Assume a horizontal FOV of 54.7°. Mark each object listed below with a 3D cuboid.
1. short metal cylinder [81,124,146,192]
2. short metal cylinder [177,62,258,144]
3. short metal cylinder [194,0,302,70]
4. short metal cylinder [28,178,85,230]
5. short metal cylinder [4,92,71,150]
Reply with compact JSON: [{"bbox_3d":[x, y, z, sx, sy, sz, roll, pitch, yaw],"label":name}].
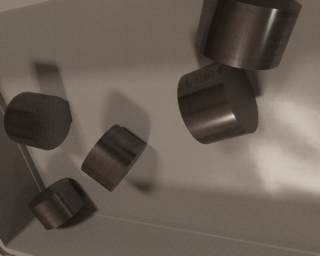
[{"bbox_3d":[-0.063,0.041,0.430,0.050,0.080,0.079,36,129,3],"label":"short metal cylinder"},{"bbox_3d":[0.062,-0.027,0.323,0.050,0.080,0.080,-18,109,35],"label":"short metal cylinder"},{"bbox_3d":[0.075,-0.092,0.276,0.080,0.080,0.050,21,126,15],"label":"short metal cylinder"},{"bbox_3d":[-0.183,0.133,0.549,0.080,0.080,0.050,-21,107,35],"label":"short metal cylinder"},{"bbox_3d":[-0.178,-0.011,0.458,0.050,0.080,0.079,11,123,22],"label":"short metal cylinder"}]
